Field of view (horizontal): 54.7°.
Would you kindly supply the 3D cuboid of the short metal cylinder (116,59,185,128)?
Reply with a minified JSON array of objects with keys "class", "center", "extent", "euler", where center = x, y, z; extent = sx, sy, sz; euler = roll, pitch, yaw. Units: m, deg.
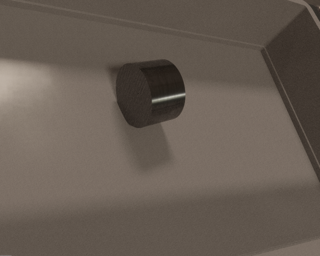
[{"class":"short metal cylinder","center":[-0.013,-0.044,0.391],"extent":[0.050,0.080,0.080],"euler":[-16,70,-35]}]
